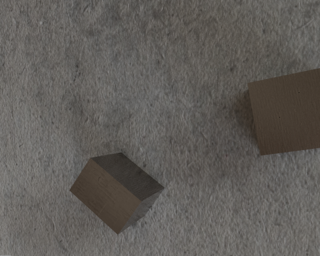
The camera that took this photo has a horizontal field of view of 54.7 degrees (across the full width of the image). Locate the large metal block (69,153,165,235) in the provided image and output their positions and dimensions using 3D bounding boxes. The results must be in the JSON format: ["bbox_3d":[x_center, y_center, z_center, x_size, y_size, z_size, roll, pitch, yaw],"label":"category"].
[{"bbox_3d":[-0.052,0.078,0.397,0.080,0.080,0.050,37,102,16],"label":"large metal block"}]

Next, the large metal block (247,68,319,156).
[{"bbox_3d":[0.147,-0.016,0.344,0.080,0.050,0.080,-10,87,19],"label":"large metal block"}]
